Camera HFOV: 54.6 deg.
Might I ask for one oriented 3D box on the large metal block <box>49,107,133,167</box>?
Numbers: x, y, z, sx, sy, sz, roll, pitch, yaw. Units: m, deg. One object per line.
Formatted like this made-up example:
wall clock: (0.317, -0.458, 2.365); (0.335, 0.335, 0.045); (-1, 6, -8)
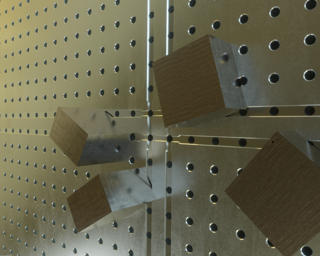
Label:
large metal block: (-0.102, 0.010, 0.460); (0.080, 0.081, 0.050); (36, 112, 34)

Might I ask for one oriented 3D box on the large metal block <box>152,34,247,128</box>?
large metal block: (0.044, -0.049, 0.358); (0.080, 0.050, 0.080); (-18, 78, 38)

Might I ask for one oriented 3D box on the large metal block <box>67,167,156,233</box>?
large metal block: (-0.067, 0.099, 0.431); (0.080, 0.081, 0.050); (-38, 67, 34)

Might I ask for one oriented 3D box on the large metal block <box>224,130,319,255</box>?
large metal block: (0.123, 0.059, 0.292); (0.080, 0.050, 0.080); (48, 119, 29)
